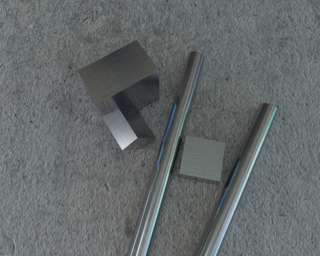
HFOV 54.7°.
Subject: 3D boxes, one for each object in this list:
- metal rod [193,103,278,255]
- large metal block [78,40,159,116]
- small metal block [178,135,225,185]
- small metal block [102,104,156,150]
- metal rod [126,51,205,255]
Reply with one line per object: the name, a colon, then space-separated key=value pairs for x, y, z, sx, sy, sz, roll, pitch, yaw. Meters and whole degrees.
metal rod: x=0.079 y=0.099 z=0.373 sx=0.025 sy=0.025 sz=0.300 roll=26 pitch=72 yaw=9
large metal block: x=-0.048 y=-0.054 z=0.398 sx=0.080 sy=0.080 sz=0.050 roll=-31 pitch=73 yaw=-11
small metal block: x=0.053 y=0.041 z=0.394 sx=0.050 sy=0.025 sz=0.050 roll=11 pitch=70 yaw=3
small metal block: x=-0.038 y=0.000 z=0.391 sx=0.025 sy=0.050 sz=0.050 roll=-39 pitch=73 yaw=18
metal rod: x=0.010 y=0.032 z=0.396 sx=0.025 sy=0.025 sz=0.299 roll=16 pitch=71 yaw=5
